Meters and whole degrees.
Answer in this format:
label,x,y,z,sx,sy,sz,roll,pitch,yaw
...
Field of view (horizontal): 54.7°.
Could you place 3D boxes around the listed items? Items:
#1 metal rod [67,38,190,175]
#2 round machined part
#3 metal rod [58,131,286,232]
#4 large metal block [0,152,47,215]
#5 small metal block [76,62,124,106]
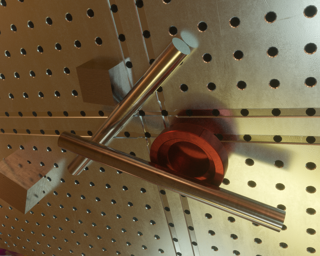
label,x,y,z,sx,sy,sz,roll,pitch,yaw
metal rod,-0.061,-0.010,0.435,0.025,0.025,0.299,44,129,-3
round machined part,0.040,0.036,0.400,0.098,0.042,0.097,13,124,20
metal rod,0.001,0.061,0.392,0.301,0.025,0.025,18,125,17
large metal block,-0.274,0.108,0.603,0.080,0.050,0.079,31,128,8
small metal block,-0.079,-0.060,0.415,0.050,0.025,0.050,9,122,23
